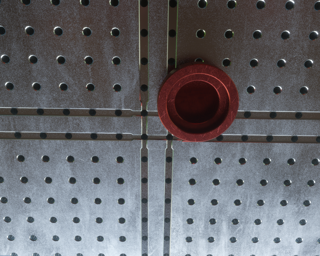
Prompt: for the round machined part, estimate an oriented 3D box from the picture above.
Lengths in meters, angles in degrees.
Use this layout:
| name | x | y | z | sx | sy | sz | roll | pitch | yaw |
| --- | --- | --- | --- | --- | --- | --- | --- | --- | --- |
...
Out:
| name | x | y | z | sx | sy | sz | roll | pitch | yaw |
| --- | --- | --- | --- | --- | --- | --- | --- | --- | --- |
| round machined part | 0.046 | -0.035 | 0.392 | 0.099 | 0.042 | 0.097 | 0 | 110 | 0 |
